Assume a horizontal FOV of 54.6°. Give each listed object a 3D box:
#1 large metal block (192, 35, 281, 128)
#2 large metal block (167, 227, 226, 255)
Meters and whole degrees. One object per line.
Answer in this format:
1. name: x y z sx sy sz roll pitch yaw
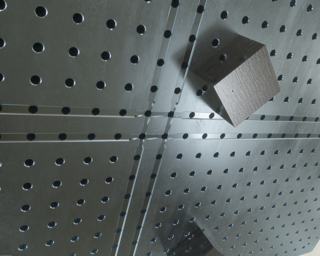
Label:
1. large metal block: 0.103 -0.062 0.412 0.080 0.050 0.080 -39 129 -2
2. large metal block: 0.074 0.246 0.587 0.080 0.050 0.080 -41 129 0
